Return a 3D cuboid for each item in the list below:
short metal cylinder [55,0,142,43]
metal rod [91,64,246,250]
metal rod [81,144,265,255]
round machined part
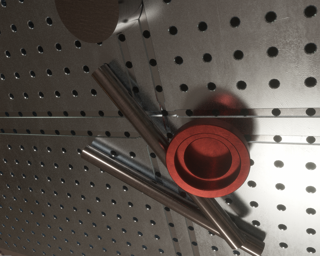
[{"bbox_3d":[-0.067,-0.140,0.342,0.080,0.050,0.079,13,124,20],"label":"short metal cylinder"},{"bbox_3d":[0.014,0.041,0.414,0.025,0.025,0.300,-36,95,38],"label":"metal rod"},{"bbox_3d":[0.013,0.106,0.468,0.301,0.025,0.025,28,128,10],"label":"metal rod"},{"bbox_3d":[0.059,0.033,0.379,0.098,0.042,0.097,5,113,11],"label":"round machined part"}]
